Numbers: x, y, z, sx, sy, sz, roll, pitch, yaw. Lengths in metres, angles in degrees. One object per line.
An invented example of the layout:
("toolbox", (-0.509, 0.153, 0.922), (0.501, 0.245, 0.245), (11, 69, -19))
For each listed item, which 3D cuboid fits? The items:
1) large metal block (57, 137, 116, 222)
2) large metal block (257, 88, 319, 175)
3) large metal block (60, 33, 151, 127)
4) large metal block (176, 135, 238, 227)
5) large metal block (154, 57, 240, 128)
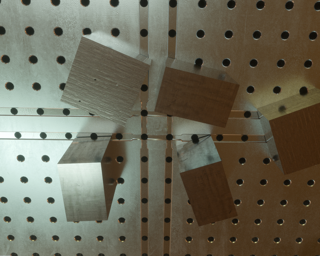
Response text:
("large metal block", (-0.091, 0.064, 0.407), (0.050, 0.080, 0.079), (-2, 110, 1))
("large metal block", (0.182, 0.004, 0.403), (0.080, 0.050, 0.080), (-20, 109, 7))
("large metal block", (-0.064, -0.059, 0.378), (0.080, 0.050, 0.080), (22, 109, -8))
("large metal block", (0.059, 0.067, 0.409), (0.050, 0.080, 0.080), (-18, 109, 6))
("large metal block", (0.039, -0.045, 0.368), (0.080, 0.080, 0.050), (13, 110, -5))
